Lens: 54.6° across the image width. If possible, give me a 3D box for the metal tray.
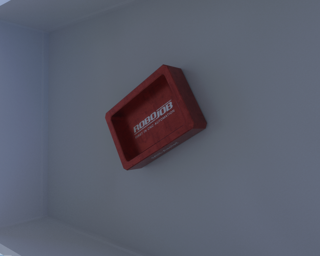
[{"bbox_3d":[-0.011,-0.010,0.410,0.130,0.030,0.090,-35,69,34],"label":"metal tray"}]
